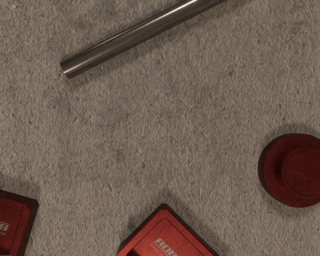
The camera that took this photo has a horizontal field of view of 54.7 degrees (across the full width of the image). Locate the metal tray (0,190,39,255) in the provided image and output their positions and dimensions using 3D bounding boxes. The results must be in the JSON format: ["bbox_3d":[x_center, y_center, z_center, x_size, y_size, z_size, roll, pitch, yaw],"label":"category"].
[{"bbox_3d":[-0.238,0.123,0.404,0.131,0.030,0.090,16,90,-1],"label":"metal tray"}]

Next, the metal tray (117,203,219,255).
[{"bbox_3d":[0.020,0.177,0.407,0.130,0.030,0.090,45,90,-1],"label":"metal tray"}]

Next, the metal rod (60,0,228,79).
[{"bbox_3d":[0.009,-0.143,0.409,0.301,0.025,0.025,-27,90,-1],"label":"metal rod"}]

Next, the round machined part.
[{"bbox_3d":[0.183,0.056,0.404,0.099,0.042,0.097,0,90,-1],"label":"round machined part"}]
